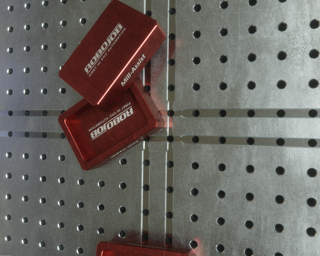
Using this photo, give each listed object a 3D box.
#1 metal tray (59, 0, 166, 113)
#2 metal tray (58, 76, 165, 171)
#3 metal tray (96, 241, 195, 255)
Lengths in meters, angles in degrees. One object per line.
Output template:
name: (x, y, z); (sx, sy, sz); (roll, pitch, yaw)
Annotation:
metal tray: (-0.065, -0.097, 0.411); (0.090, 0.030, 0.130); (38, 92, 29)
metal tray: (-0.071, -0.009, 0.435); (0.130, 0.030, 0.090); (-32, 80, 17)
metal tray: (-0.024, 0.202, 0.405); (0.130, 0.030, 0.090); (0, 73, 20)
